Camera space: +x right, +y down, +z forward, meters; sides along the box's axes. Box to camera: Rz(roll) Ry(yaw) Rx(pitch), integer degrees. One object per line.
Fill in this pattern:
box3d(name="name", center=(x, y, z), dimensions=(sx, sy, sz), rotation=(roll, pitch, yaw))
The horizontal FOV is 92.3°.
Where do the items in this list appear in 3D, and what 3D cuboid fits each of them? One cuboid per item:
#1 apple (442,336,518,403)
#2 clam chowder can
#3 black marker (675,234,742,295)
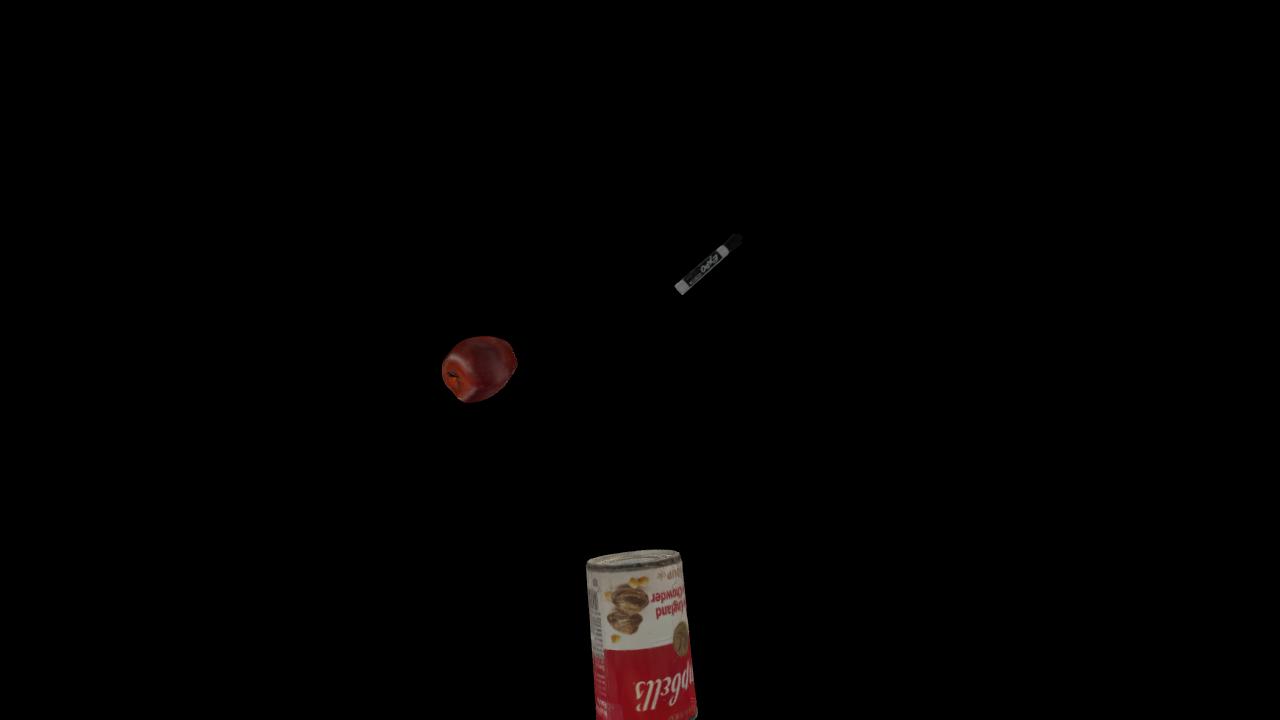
box3d(name="apple", center=(-0.190, 0.008, 0.731), dimensions=(0.079, 0.079, 0.093), rotation=(0, 16, 35))
box3d(name="clam chowder can", center=(0.000, 0.184, 0.412), dimensions=(0.068, 0.102, 0.068), rotation=(-6, -11, -1))
box3d(name="black marker", center=(0.102, -0.141, 0.899), dimensions=(0.121, 0.020, 0.020), rotation=(-41, -1, 1))
